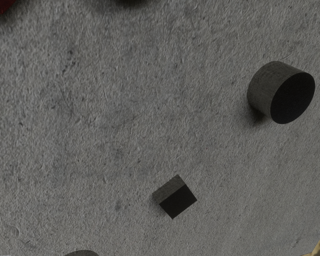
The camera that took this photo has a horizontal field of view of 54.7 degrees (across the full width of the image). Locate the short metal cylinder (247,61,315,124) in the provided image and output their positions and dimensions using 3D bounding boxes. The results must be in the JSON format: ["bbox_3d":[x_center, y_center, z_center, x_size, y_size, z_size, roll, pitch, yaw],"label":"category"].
[{"bbox_3d":[0.177,-0.052,0.455,0.081,0.050,0.079,-14,124,-21],"label":"short metal cylinder"}]

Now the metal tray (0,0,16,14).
[{"bbox_3d":[-0.144,-0.163,0.224,0.090,0.030,0.130,-45,129,3],"label":"metal tray"}]

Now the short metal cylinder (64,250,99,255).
[{"bbox_3d":[-0.123,0.233,0.468,0.081,0.050,0.079,-14,124,-21],"label":"short metal cylinder"}]

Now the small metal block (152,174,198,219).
[{"bbox_3d":[0.024,0.108,0.487,0.050,0.025,0.050,-37,129,-4],"label":"small metal block"}]
